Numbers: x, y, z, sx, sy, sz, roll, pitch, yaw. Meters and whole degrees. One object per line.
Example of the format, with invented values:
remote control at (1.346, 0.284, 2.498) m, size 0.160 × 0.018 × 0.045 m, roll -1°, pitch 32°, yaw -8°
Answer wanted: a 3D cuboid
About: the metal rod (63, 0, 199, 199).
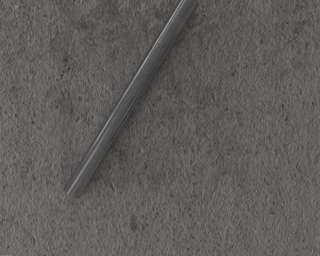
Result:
metal rod at (-0.038, -0.041, 0.409) m, size 0.025 × 0.025 × 0.299 m, roll 31°, pitch 90°, yaw 0°
